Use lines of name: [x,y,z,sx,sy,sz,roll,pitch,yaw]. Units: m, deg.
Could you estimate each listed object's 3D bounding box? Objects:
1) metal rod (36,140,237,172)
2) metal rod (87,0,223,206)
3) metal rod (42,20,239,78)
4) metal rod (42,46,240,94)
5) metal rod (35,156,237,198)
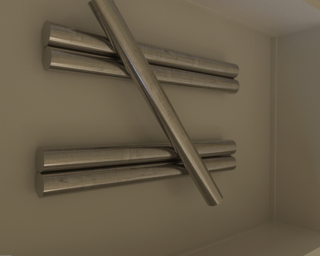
metal rod: [-0.002,0.031,0.402,0.302,0.025,0.025,0,90,-40]
metal rod: [0.006,-0.017,0.378,0.025,0.025,0.299,-46,117,-30]
metal rod: [0.002,-0.093,0.406,0.302,0.025,0.025,1,90,-40]
metal rod: [0.003,-0.068,0.406,0.302,0.025,0.025,1,90,-40]
metal rod: [-0.003,0.056,0.402,0.302,0.025,0.025,0,90,-40]
